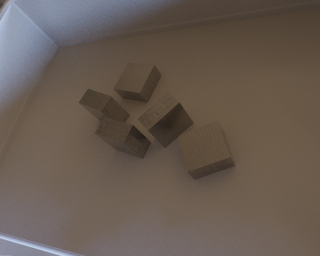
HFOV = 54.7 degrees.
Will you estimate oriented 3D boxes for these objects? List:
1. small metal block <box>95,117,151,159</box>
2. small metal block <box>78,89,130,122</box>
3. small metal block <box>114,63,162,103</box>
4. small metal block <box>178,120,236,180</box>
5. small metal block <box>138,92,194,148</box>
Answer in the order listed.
[{"bbox_3d":[-0.048,0.013,0.407,0.050,0.050,0.025,14,70,34],"label":"small metal block"},{"bbox_3d":[-0.080,-0.028,0.449,0.050,0.050,0.025,20,73,35],"label":"small metal block"},{"bbox_3d":[-0.033,-0.069,0.466,0.050,0.025,0.050,13,68,33],"label":"small metal block"},{"bbox_3d":[0.054,0.026,0.362,0.050,0.025,0.050,-22,53,15],"label":"small metal block"},{"bbox_3d":[0.008,-0.009,0.391,0.050,0.050,0.025,-42,51,-1],"label":"small metal block"}]
